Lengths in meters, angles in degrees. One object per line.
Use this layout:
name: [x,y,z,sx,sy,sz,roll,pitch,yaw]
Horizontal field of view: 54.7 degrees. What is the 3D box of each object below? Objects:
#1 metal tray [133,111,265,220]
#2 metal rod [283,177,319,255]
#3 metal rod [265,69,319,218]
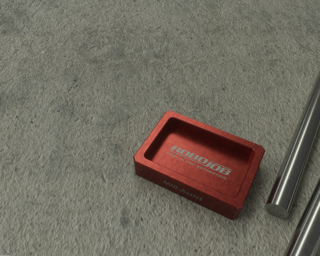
metal tray: [0.046,0.039,0.367,0.130,0.030,0.090,23,53,17]
metal rod: [0.217,0.040,0.372,0.025,0.025,0.301,30,56,22]
metal rod: [0.201,-0.010,0.414,0.025,0.025,0.301,25,54,19]
